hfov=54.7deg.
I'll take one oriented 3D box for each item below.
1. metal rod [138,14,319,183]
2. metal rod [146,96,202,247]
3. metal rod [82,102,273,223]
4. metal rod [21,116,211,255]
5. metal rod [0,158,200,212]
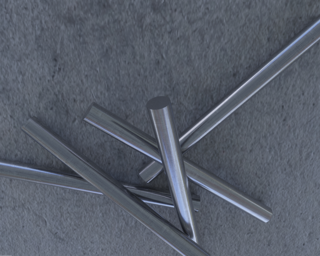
[{"bbox_3d":[0.088,-0.029,0.400,0.300,0.025,0.025,-41,105,13],"label":"metal rod"},{"bbox_3d":[0.028,0.091,0.401,0.025,0.025,0.298,-12,126,4],"label":"metal rod"},{"bbox_3d":[0.037,0.055,0.406,0.301,0.025,0.025,32,107,-21],"label":"metal rod"},{"bbox_3d":[-0.056,0.088,0.415,0.300,0.025,0.025,39,105,-3],"label":"metal rod"},{"bbox_3d":[-0.092,0.080,0.438,0.302,0.025,0.025,12,110,-5],"label":"metal rod"}]
